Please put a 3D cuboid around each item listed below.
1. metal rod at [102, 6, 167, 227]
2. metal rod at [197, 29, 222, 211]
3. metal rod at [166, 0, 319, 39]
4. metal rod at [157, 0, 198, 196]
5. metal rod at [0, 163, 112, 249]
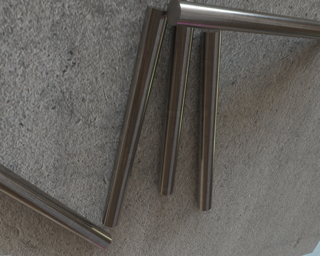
[{"bbox_3d":[-0.037,0.005,0.389,0.025,0.025,0.298,1,118,-29],"label":"metal rod"},{"bbox_3d":[0.068,0.008,0.448,0.025,0.025,0.298,-16,125,-19],"label":"metal rod"},{"bbox_3d":[0.141,-0.128,0.385,0.303,0.025,0.025,-7,122,-32],"label":"metal rod"},{"bbox_3d":[0.019,-0.035,0.395,0.025,0.025,0.298,-9,123,-24],"label":"metal rod"},{"bbox_3d":[-0.156,0.081,0.371,0.025,0.025,0.300,-40,130,-1],"label":"metal rod"}]
